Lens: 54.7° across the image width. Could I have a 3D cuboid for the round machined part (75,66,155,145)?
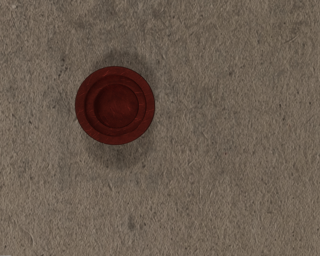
[{"bbox_3d":[-0.055,-0.028,0.401,0.099,0.042,0.097,0,90,-1],"label":"round machined part"}]
